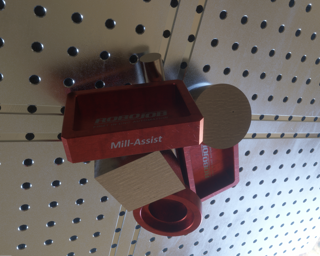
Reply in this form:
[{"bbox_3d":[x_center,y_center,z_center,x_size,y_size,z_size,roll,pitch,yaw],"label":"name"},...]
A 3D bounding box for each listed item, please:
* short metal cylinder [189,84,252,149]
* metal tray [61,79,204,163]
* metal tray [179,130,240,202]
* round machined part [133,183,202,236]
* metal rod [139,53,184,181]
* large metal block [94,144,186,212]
[{"bbox_3d":[0.069,-0.016,0.399,0.081,0.050,0.079,-1,95,-17],"label":"short metal cylinder"},{"bbox_3d":[-0.030,-0.012,0.322,0.131,0.090,0.030,-8,125,-8],"label":"metal tray"},{"bbox_3d":[0.075,0.051,0.476,0.091,0.030,0.129,-23,127,-15],"label":"metal tray"},{"bbox_3d":[0.012,0.112,0.454,0.099,0.042,0.097,4,128,5],"label":"round machined part"},{"bbox_3d":[0.015,0.038,0.438,0.025,0.025,0.298,-23,127,-15],"label":"metal rod"},{"bbox_3d":[-0.024,0.050,0.384,0.080,0.050,0.080,-25,130,9],"label":"large metal block"}]
